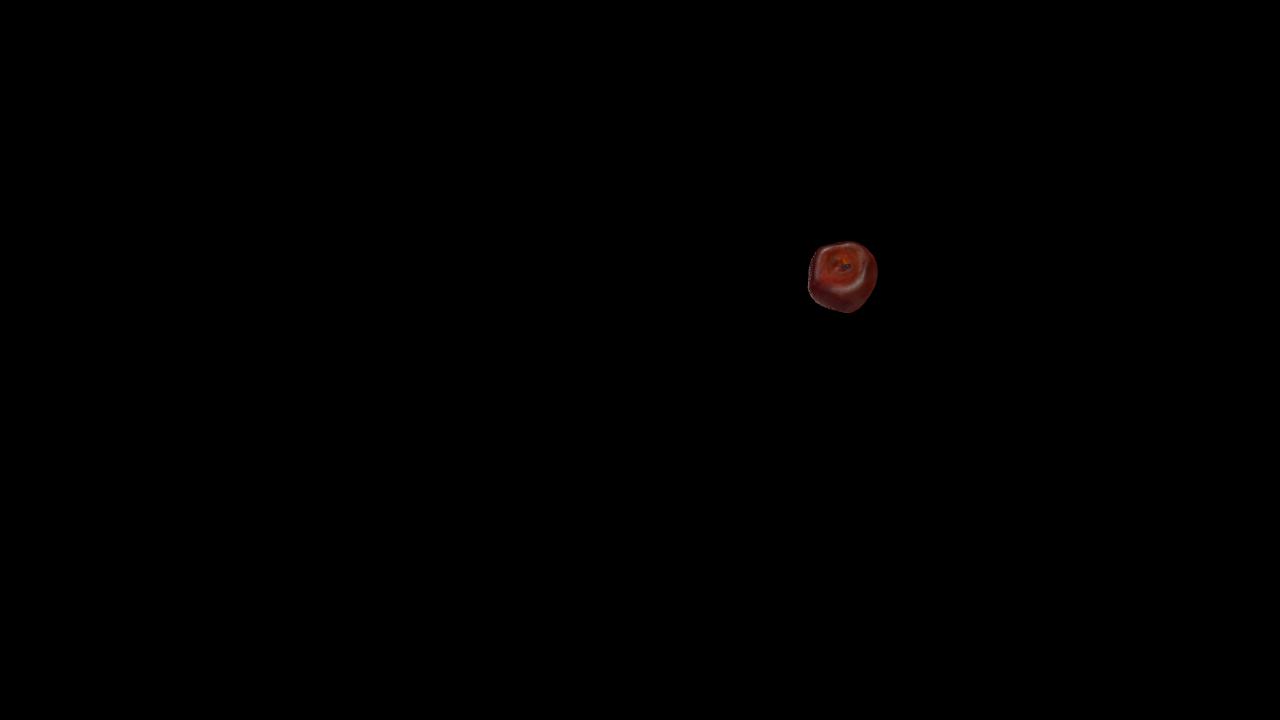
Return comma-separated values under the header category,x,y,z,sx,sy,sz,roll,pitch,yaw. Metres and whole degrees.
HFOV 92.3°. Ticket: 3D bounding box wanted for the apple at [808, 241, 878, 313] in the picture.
category,x,y,z,sx,sy,sz,roll,pitch,yaw
apple,0.227,-0.092,0.690,0.079,0.079,0.093,0,-11,16
